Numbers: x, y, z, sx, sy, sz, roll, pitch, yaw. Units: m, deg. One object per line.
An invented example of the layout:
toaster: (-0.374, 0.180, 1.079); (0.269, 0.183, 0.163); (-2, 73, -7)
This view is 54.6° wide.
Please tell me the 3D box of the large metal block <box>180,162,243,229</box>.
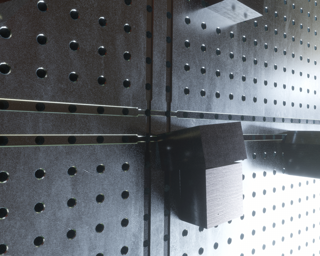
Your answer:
large metal block: (0.077, 0.093, 0.456); (0.081, 0.050, 0.080); (-3, 92, -40)

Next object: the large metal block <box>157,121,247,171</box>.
large metal block: (0.055, 0.025, 0.414); (0.081, 0.080, 0.050); (-5, 85, -40)

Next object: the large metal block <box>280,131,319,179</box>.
large metal block: (0.300, 0.052, 0.622); (0.050, 0.080, 0.080); (-37, 113, -34)

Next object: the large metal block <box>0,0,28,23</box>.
large metal block: (-0.159, -0.106, 0.240); (0.080, 0.080, 0.050); (-36, 113, -34)

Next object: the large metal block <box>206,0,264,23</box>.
large metal block: (0.121, -0.224, 0.492); (0.081, 0.050, 0.080); (7, 86, -40)
